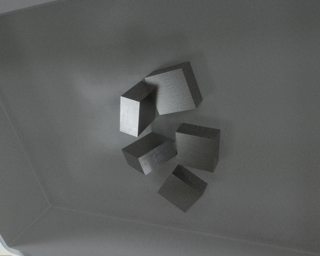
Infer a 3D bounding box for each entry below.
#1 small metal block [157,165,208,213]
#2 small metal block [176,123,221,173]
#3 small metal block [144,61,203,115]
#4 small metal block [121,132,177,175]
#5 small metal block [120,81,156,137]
[{"bbox_3d":[0.032,0.087,0.446,0.050,0.025,0.050,35,129,4],"label":"small metal block"},{"bbox_3d":[0.049,0.025,0.398,0.050,0.025,0.050,11,123,22],"label":"small metal block"},{"bbox_3d":[0.017,-0.047,0.371,0.050,0.025,0.050,-9,114,32],"label":"small metal block"},{"bbox_3d":[-0.015,0.032,0.408,0.050,0.050,0.025,17,133,58],"label":"small metal block"},{"bbox_3d":[-0.026,-0.025,0.391,0.025,0.050,0.050,19,126,17],"label":"small metal block"}]
